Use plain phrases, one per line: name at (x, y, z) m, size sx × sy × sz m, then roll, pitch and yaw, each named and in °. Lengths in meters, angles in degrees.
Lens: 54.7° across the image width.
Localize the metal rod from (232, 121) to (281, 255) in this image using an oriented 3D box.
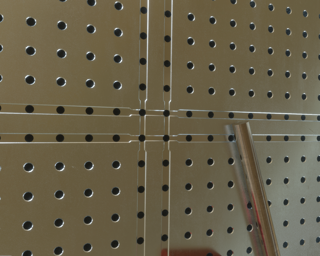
metal rod at (0.157, 0.136, 0.472) m, size 0.025 × 0.025 × 0.298 m, roll -17°, pitch 96°, yaw -20°
